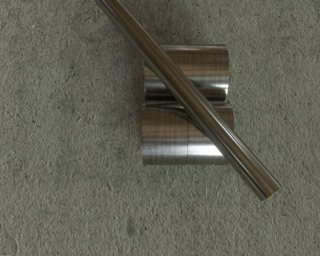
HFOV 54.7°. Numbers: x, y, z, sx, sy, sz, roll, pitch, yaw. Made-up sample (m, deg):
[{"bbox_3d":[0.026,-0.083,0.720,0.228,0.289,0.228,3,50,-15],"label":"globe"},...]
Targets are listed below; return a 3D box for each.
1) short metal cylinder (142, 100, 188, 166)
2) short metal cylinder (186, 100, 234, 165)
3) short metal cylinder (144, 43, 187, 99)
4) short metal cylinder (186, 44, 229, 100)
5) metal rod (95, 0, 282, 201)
[{"bbox_3d":[0.006,0.005,0.378,0.050,0.080,0.080,1,70,0],"label":"short metal cylinder"},{"bbox_3d":[0.057,0.005,0.379,0.050,0.080,0.080,1,70,0],"label":"short metal cylinder"},{"bbox_3d":[0.007,-0.070,0.406,0.050,0.080,0.080,1,70,0],"label":"short metal cylinder"},{"bbox_3d":[0.057,-0.069,0.406,0.050,0.080,0.080,1,70,0],"label":"short metal cylinder"},{"bbox_3d":[0.020,-0.049,0.342,0.025,0.025,0.300,-35,74,-12],"label":"metal rod"}]
